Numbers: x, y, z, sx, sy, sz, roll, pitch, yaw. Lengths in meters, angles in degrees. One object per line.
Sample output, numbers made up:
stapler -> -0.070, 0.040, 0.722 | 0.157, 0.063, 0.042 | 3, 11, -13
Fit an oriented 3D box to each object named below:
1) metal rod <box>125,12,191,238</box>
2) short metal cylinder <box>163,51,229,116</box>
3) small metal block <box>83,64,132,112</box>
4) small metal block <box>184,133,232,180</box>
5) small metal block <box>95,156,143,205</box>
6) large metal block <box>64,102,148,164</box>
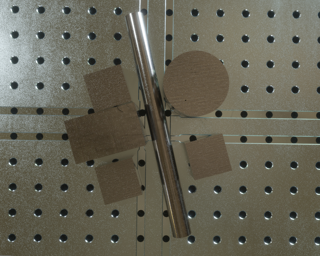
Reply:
metal rod -> -0.002, -0.004, 0.413 | 0.025, 0.025, 0.298 | -12, 90, 0
short metal cylinder -> 0.044, -0.055, 0.401 | 0.081, 0.050, 0.079 | 0, 90, -1
small metal block -> -0.068, -0.052, 0.412 | 0.050, 0.025, 0.050 | -17, 90, -1
small metal block -> 0.063, 0.037, 0.414 | 0.050, 0.025, 0.050 | -15, 90, -1
small metal block -> -0.054, 0.069, 0.413 | 0.050, 0.025, 0.050 | -16, 90, -1
large metal block -> -0.061, 0.005, 0.384 | 0.080, 0.080, 0.050 | -15, 90, 0
